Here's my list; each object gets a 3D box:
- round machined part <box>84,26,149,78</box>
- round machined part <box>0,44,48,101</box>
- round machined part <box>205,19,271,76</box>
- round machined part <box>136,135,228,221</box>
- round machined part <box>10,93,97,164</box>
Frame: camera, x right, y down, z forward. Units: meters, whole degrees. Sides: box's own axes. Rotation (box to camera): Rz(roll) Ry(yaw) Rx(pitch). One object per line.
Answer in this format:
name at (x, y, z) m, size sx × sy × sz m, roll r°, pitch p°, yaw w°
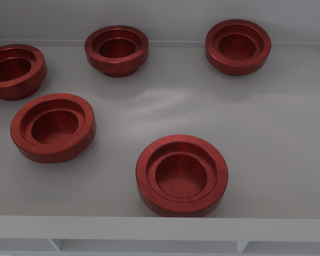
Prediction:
round machined part at (-0.067, -0.118, 0.492) m, size 0.099 × 0.042 × 0.098 m, roll 0°, pitch 50°, yaw 0°
round machined part at (-0.217, -0.078, 0.458) m, size 0.099 × 0.042 × 0.098 m, roll 0°, pitch 50°, yaw 0°
round machined part at (0.120, -0.121, 0.488) m, size 0.099 × 0.042 × 0.098 m, roll -1°, pitch 61°, yaw 2°
round machined part at (0.023, 0.058, 0.346) m, size 0.099 × 0.042 × 0.098 m, roll 0°, pitch 50°, yaw 0°
round machined part at (-0.129, 0.005, 0.389) m, size 0.099 × 0.042 × 0.098 m, roll 0°, pitch 50°, yaw 0°
